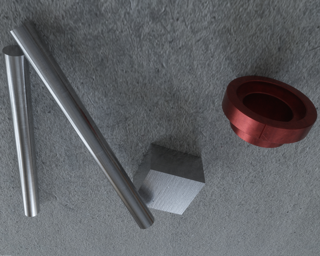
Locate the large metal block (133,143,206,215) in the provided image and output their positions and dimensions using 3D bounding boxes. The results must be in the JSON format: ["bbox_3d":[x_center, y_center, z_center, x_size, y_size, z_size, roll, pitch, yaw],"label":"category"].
[{"bbox_3d":[0.010,0.077,0.457,0.081,0.050,0.079,17,128,-14],"label":"large metal block"}]

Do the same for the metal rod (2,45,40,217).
[{"bbox_3d":[-0.186,0.028,0.428,0.025,0.025,0.298,9,130,-8],"label":"metal rod"}]

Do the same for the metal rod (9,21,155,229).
[{"bbox_3d":[-0.081,0.016,0.381,0.025,0.025,0.299,-20,116,15],"label":"metal rod"}]

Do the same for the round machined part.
[{"bbox_3d":[0.118,-0.015,0.348,0.099,0.098,0.042,6,130,-6],"label":"round machined part"}]
